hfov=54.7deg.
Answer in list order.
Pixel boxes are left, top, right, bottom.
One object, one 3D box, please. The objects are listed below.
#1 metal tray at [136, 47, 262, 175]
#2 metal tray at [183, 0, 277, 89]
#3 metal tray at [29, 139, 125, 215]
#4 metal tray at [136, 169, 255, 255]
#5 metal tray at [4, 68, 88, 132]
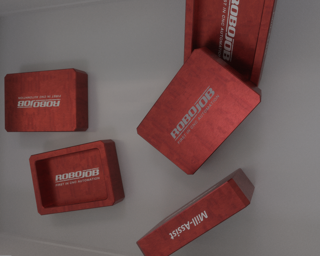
[{"bbox_3d":[0.043,-0.018,0.368,0.090,0.030,0.129,39,116,3],"label":"metal tray"},{"bbox_3d":[0.075,-0.110,0.344,0.090,0.030,0.129,14,130,19],"label":"metal tray"},{"bbox_3d":[-0.123,0.072,0.451,0.130,0.030,0.090,-12,86,19],"label":"metal tray"},{"bbox_3d":[0.045,0.100,0.360,0.130,0.090,0.030,-38,78,16],"label":"metal tray"},{"bbox_3d":[-0.173,-0.039,0.469,0.130,0.030,0.089,-1,90,20],"label":"metal tray"}]
